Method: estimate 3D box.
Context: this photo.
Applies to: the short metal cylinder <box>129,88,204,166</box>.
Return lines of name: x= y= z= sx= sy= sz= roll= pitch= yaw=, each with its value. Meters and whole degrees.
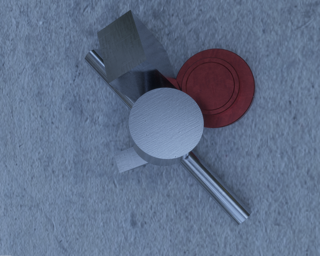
short metal cylinder: x=0.005 y=0.000 z=0.355 sx=0.081 sy=0.050 sz=0.080 roll=1 pitch=74 yaw=-4

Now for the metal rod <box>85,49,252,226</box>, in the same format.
metal rod: x=0.002 y=0.003 z=0.409 sx=0.025 sy=0.025 sz=0.300 roll=-47 pitch=76 yaw=14

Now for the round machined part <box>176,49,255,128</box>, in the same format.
round machined part: x=0.064 y=-0.048 z=0.377 sx=0.098 sy=0.042 sz=0.097 roll=0 pitch=90 yaw=19

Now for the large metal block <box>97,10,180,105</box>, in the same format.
large metal block: x=-0.025 y=-0.079 z=0.378 sx=0.050 sy=0.080 sz=0.080 roll=-28 pitch=59 yaw=19

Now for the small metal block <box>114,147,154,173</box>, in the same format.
small metal block: x=-0.024 y=0.036 z=0.405 sx=0.050 sy=0.050 sz=0.025 roll=-22 pitch=82 yaw=18
